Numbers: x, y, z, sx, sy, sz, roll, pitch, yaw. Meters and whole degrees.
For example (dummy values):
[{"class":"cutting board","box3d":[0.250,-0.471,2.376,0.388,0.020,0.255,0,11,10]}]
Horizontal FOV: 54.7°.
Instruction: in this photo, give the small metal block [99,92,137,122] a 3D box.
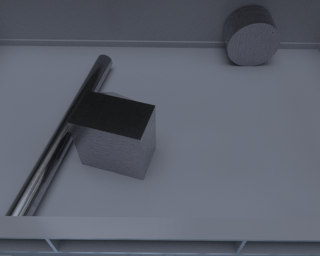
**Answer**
[{"class":"small metal block","box3d":[-0.057,-0.027,0.411,0.050,0.025,0.050,22,15,17]}]

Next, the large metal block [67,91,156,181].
[{"class":"large metal block","box3d":[-0.051,0.010,0.360,0.080,0.080,0.050,13,52,10]}]

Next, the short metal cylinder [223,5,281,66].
[{"class":"short metal cylinder","box3d":[0.144,-0.146,0.494,0.081,0.080,0.050,0,50,-1]}]

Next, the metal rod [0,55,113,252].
[{"class":"metal rod","box3d":[-0.122,0.005,0.398,0.025,0.025,0.300,10,51,8]}]
